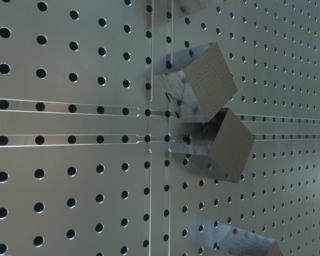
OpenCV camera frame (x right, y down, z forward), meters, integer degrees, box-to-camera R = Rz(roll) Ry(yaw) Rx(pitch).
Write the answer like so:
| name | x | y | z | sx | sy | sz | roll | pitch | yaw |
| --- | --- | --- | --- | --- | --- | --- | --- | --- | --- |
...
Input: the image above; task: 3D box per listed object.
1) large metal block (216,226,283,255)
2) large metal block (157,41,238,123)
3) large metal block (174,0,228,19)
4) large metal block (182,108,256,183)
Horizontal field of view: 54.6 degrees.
| name | x | y | z | sx | sy | sz | roll | pitch | yaw |
| --- | --- | --- | --- | --- | --- | --- | --- | --- | --- |
| large metal block | 0.150 | 0.215 | 0.498 | 0.050 | 0.080 | 0.080 | -41 | 115 | -32 |
| large metal block | 0.055 | -0.063 | 0.438 | 0.080 | 0.050 | 0.080 | -44 | 117 | -31 |
| large metal block | 0.057 | -0.204 | 0.419 | 0.050 | 0.080 | 0.080 | -34 | 111 | -35 |
| large metal block | 0.090 | 0.026 | 0.467 | 0.080 | 0.050 | 0.080 | 42 | 65 | -32 |
